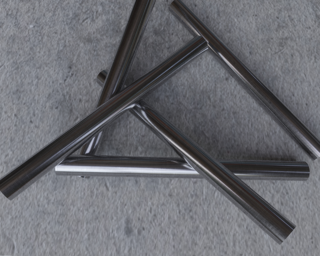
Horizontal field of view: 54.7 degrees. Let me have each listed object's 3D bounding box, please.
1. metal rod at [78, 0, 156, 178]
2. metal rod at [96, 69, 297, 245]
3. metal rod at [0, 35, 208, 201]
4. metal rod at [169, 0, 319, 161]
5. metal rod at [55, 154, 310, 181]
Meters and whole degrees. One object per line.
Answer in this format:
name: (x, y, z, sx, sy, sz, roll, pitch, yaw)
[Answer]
metal rod: (-0.048, -0.082, 0.393, 0.025, 0.025, 0.299, 20, 88, 6)
metal rod: (0.023, 0.017, 0.368, 0.025, 0.025, 0.300, -42, 63, -14)
metal rod: (-0.052, -0.025, 0.370, 0.301, 0.025, 0.025, -40, 75, -21)
metal rod: (0.115, -0.077, 0.437, 0.025, 0.025, 0.300, -36, 74, -12)
metal rod: (0.032, 0.049, 0.375, 0.302, 0.025, 0.025, 2, 70, -6)
